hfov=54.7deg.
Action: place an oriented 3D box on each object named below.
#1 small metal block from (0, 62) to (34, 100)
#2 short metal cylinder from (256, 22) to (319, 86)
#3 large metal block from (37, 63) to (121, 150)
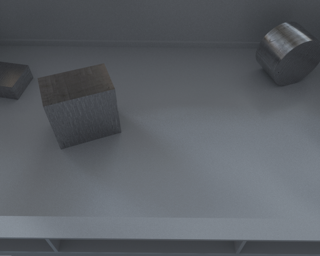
[{"bbox_3d":[-0.228,-0.071,0.462,0.050,0.025,0.050,9,50,6],"label":"small metal block"},{"bbox_3d":[0.193,-0.110,0.465,0.081,0.080,0.050,-16,52,-13],"label":"short metal cylinder"},{"bbox_3d":[-0.098,-0.026,0.390,0.081,0.080,0.050,-16,52,-14],"label":"large metal block"}]
